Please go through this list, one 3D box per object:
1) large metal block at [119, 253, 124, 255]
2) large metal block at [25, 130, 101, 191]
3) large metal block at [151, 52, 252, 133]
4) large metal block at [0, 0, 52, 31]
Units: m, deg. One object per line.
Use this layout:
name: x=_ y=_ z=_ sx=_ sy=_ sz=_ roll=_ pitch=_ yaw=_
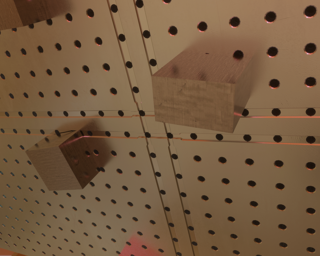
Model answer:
large metal block: x=-0.071 y=0.314 z=0.625 sx=0.080 sy=0.050 sz=0.079 roll=32 pitch=128 yaw=7
large metal block: x=-0.159 y=0.055 z=0.510 sx=0.080 sy=0.050 sz=0.080 roll=-9 pitch=114 yaw=32
large metal block: x=0.047 y=-0.041 z=0.325 sx=0.080 sy=0.080 sz=0.050 roll=9 pitch=123 yaw=23
large metal block: x=-0.197 y=-0.170 z=0.392 sx=0.080 sy=0.050 sz=0.079 roll=2 pitch=119 yaw=27
